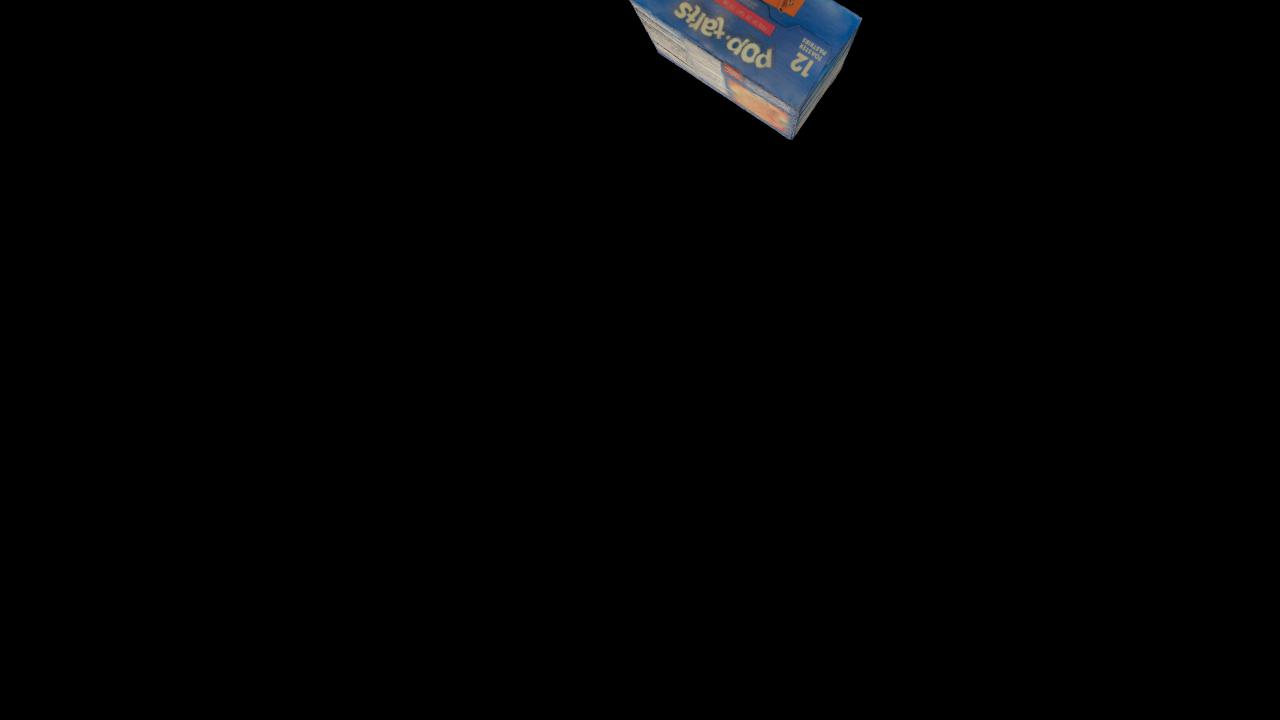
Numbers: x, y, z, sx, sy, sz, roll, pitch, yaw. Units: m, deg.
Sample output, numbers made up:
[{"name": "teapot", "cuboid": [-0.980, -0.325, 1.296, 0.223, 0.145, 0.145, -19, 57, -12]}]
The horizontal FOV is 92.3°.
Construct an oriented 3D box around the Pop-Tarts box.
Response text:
[{"name": "Pop-Tarts box", "cuboid": [0.093, -0.284, 0.542, 0.167, 0.083, 0.141, 35, 15, 4]}]
